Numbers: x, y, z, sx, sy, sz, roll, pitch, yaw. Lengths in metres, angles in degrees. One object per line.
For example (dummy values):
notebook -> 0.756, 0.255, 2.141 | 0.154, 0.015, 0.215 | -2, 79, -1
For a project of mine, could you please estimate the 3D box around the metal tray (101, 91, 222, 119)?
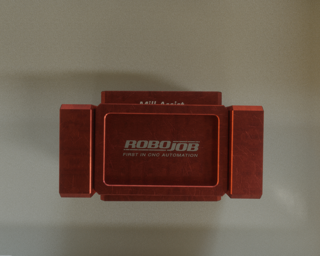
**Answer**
metal tray -> 0.002, -0.025, 0.376 | 0.131, 0.090, 0.030 | 0, 91, 0

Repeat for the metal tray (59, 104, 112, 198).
metal tray -> -0.080, 0.021, 0.357 | 0.030, 0.130, 0.089 | 1, 91, 0

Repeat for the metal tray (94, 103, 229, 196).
metal tray -> 0.001, 0.021, 0.317 | 0.131, 0.030, 0.089 | 1, 90, 0

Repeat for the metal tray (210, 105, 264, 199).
metal tray -> 0.083, 0.022, 0.357 | 0.030, 0.130, 0.089 | 1, 91, 0

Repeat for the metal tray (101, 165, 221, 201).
metal tray -> 0.001, 0.064, 0.376 | 0.131, 0.090, 0.030 | 0, 90, 0
